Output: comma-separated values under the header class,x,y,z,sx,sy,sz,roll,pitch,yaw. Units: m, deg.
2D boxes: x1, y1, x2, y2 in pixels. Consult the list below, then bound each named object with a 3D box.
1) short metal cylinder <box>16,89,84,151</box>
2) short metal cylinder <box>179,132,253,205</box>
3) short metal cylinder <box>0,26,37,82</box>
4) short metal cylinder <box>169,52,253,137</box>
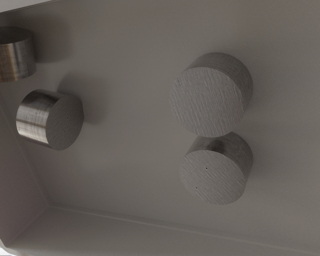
class,x,y,z,sx,sy,sz,roll,pitch,yaw
short metal cylinder,-0.155,-0.012,0.445,0.050,0.080,0.079,14,124,20
short metal cylinder,0.070,0.048,0.384,0.080,0.050,0.079,13,124,20
short metal cylinder,-0.214,-0.102,0.420,0.080,0.080,0.050,17,125,18
short metal cylinder,0.057,-0.037,0.339,0.080,0.050,0.079,13,124,20
